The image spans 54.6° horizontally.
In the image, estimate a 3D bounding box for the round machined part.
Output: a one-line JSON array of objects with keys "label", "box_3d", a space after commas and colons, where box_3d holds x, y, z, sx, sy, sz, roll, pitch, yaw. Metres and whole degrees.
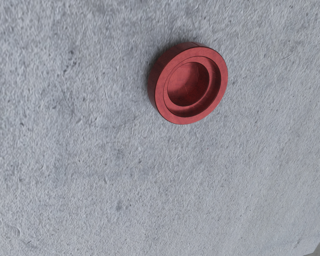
[{"label": "round machined part", "box_3d": [0.030, -0.057, 0.376, 0.099, 0.042, 0.097, -14, 124, -21]}]
